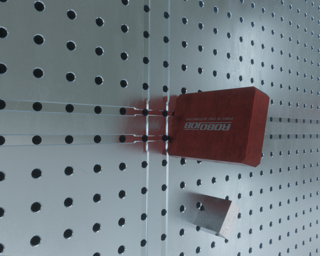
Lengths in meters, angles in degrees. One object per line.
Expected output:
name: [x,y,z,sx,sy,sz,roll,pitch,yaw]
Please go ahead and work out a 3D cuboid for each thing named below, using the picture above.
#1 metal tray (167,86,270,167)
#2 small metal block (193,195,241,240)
metal tray: [0.070,-0.002,0.402,0.030,0.130,0.090,19,78,-39]
small metal block: [0.086,0.134,0.468,0.025,0.050,0.050,44,64,-32]
